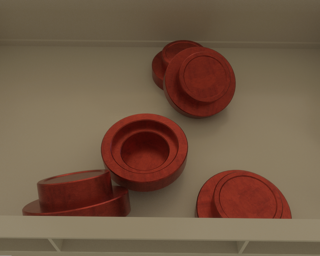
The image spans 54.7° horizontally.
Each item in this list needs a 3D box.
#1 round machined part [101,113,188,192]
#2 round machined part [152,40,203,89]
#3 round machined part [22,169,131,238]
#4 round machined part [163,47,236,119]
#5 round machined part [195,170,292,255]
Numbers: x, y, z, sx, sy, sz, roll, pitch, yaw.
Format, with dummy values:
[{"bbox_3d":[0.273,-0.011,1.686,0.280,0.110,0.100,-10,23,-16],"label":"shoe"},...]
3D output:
[{"bbox_3d":[-0.017,0.032,0.367,0.099,0.042,0.098,0,50,0],"label":"round machined part"},{"bbox_3d":[0.037,-0.099,0.477,0.099,0.042,0.098,0,50,0],"label":"round machined part"},{"bbox_3d":[-0.080,0.067,0.299,0.099,0.098,0.042,-8,91,-7],"label":"round machined part"},{"bbox_3d":[0.055,-0.064,0.418,0.099,0.042,0.097,1,83,-8],"label":"round machined part"},{"bbox_3d":[0.087,0.085,0.323,0.099,0.042,0.098,0,50,0],"label":"round machined part"}]
